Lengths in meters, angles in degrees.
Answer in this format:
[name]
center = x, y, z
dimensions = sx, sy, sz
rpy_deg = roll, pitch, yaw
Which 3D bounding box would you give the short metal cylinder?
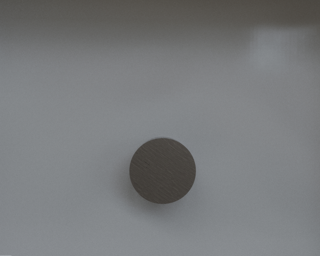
[short metal cylinder]
center = 0.003, 0.052, 0.399
dimensions = 0.080, 0.050, 0.080
rpy_deg = 0, 90, 0
